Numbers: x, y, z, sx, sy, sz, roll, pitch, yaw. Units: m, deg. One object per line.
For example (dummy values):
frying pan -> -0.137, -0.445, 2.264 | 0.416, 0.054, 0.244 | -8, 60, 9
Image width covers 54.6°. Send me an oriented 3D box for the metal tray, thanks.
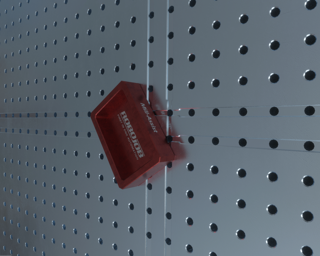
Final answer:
metal tray -> -0.044, 0.010, 0.443 | 0.090, 0.030, 0.130 | -40, 66, 33
